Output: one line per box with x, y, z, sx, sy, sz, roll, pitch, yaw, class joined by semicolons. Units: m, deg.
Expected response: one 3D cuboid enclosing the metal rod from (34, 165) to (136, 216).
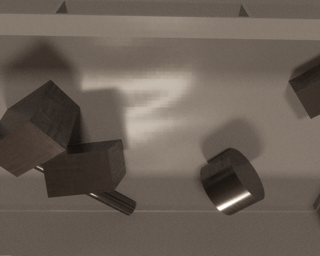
-0.159;0.059;0.456;0.301;0.025;0.025;35;121;-27;metal rod

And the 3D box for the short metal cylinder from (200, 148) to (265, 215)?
0.103;0.076;0.439;0.050;0.080;0.080;-37;121;27;short metal cylinder

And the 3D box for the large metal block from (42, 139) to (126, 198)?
-0.094;0.050;0.405;0.080;0.080;0.050;-7;97;5;large metal block

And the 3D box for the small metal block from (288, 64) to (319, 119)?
0.193;-0.046;0.373;0.050;0.025;0.050;-31;124;23;small metal block

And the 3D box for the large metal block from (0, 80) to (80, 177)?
-0.151;0.000;0.371;0.080;0.080;0.050;-27;125;21;large metal block
